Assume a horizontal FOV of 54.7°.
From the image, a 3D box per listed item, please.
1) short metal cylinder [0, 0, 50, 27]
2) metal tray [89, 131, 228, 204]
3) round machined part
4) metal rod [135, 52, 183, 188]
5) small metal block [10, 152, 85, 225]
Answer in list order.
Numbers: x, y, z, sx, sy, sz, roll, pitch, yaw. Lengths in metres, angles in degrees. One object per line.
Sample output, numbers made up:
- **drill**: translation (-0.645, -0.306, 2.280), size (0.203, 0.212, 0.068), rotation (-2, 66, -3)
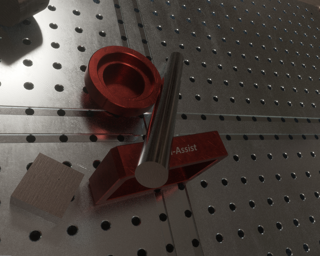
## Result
- **short metal cylinder**: translation (-0.185, -0.173, 0.379), size (0.080, 0.080, 0.050), rotation (38, 51, -3)
- **metal tray**: translation (-0.002, 0.043, 0.340), size (0.131, 0.090, 0.030), rotation (-8, 66, -32)
- **round machined part**: translation (-0.050, -0.056, 0.406), size (0.099, 0.042, 0.098), rotation (14, 56, -21)
- **metal rod**: translation (0.010, -0.037, 0.362), size (0.025, 0.025, 0.301), rotation (30, 28, -10)
- **small metal block**: translation (-0.112, 0.061, 0.311), size (0.050, 0.025, 0.050), rotation (29, 52, -10)
